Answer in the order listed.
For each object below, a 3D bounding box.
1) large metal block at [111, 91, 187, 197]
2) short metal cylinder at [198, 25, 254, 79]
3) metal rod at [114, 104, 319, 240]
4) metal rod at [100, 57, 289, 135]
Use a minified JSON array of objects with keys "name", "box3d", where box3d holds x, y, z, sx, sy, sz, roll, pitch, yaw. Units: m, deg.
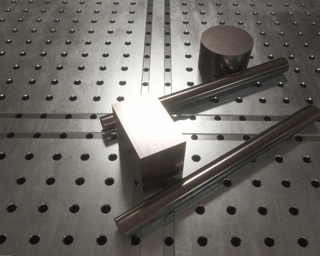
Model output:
[{"name":"large metal block","box3d":[-0.014,0.019,0.356,0.050,0.080,0.080,-20,53,-16]},{"name":"short metal cylinder","box3d":[0.103,-0.120,0.494,0.081,0.050,0.080,0,50,0]},{"name":"metal rod","box3d":[0.085,0.042,0.373,0.302,0.025,0.025,-26,55,-21]},{"name":"metal rod","box3d":[0.061,-0.052,0.451,0.302,0.025,0.025,-20,53,-17]}]
